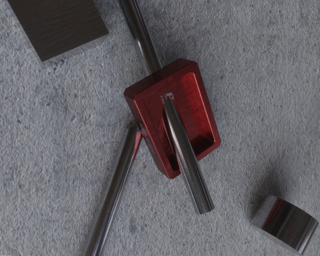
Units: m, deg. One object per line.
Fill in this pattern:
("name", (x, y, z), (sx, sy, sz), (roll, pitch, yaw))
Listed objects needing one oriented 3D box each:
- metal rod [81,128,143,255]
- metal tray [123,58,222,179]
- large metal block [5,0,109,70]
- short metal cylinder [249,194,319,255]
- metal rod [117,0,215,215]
("metal rod", (-0.080, 0.145, 0.380), (0.025, 0.025, 0.299), (21, 83, -19))
("metal tray", (0.021, -0.010, 0.391), (0.090, 0.030, 0.129), (-33, 122, -17))
("large metal block", (-0.117, -0.123, 0.353), (0.080, 0.050, 0.080), (-30, 100, -18))
("short metal cylinder", (0.178, 0.140, 0.448), (0.080, 0.080, 0.050), (37, 78, -17))
("metal rod", (0.005, -0.037, 0.390), (0.025, 0.025, 0.299), (-20, 89, -19))
